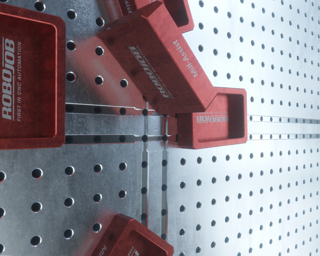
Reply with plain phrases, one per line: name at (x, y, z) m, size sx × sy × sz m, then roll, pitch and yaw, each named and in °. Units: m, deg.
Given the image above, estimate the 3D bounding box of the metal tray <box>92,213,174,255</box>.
metal tray at (-0.046, 0.182, 0.368) m, size 0.090 × 0.030 × 0.130 m, roll 46°, pitch 62°, yaw -30°

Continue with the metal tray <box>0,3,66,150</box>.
metal tray at (-0.138, -0.045, 0.290) m, size 0.091 × 0.030 × 0.129 m, roll 0°, pitch 90°, yaw -40°

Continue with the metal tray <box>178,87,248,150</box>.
metal tray at (0.085, -0.017, 0.479) m, size 0.131 × 0.030 × 0.089 m, roll -3°, pitch 92°, yaw -40°

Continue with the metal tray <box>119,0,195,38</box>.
metal tray at (-0.011, -0.179, 0.397) m, size 0.091 × 0.030 × 0.129 m, roll -29°, pitch 109°, yaw -36°

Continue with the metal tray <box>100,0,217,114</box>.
metal tray at (-0.001, -0.074, 0.367) m, size 0.130 × 0.090 × 0.030 m, roll 53°, pitch 59°, yaw -27°
